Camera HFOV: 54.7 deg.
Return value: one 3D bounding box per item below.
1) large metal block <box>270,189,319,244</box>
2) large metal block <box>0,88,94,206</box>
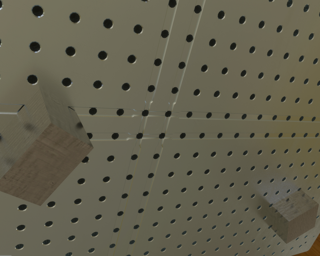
[{"bbox_3d":[0.293,0.194,0.680,0.081,0.050,0.080,-23,127,-15],"label":"large metal block"},{"bbox_3d":[-0.124,0.017,0.319,0.080,0.080,0.050,-47,130,5],"label":"large metal block"}]
